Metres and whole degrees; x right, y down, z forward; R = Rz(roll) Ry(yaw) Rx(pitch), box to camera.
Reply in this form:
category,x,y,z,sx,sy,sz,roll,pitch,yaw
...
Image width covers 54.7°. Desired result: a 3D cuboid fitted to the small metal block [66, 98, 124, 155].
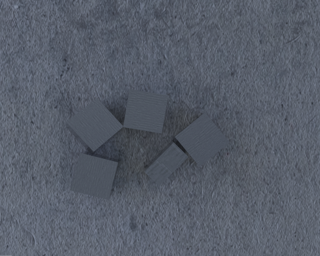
category,x,y,z,sx,sy,sz,roll,pitch,yaw
small metal block,-0.085,-0.002,0.401,0.050,0.025,0.050,-42,90,-22

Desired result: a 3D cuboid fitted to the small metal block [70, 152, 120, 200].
category,x,y,z,sx,sy,sz,roll,pitch,yaw
small metal block,-0.084,0.062,0.409,0.050,0.025,0.050,14,90,0

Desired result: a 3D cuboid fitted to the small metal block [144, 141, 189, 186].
category,x,y,z,sx,sy,sz,roll,pitch,yaw
small metal block,0.008,0.044,0.397,0.025,0.050,0.050,45,90,0

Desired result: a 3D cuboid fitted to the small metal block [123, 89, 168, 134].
category,x,y,z,sx,sy,sz,roll,pitch,yaw
small metal block,-0.018,-0.022,0.410,0.050,0.025,0.050,10,90,0

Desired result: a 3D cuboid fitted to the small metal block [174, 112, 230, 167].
category,x,y,z,sx,sy,sz,roll,pitch,yaw
small metal block,0.055,0.015,0.410,0.050,0.025,0.050,-39,90,0
